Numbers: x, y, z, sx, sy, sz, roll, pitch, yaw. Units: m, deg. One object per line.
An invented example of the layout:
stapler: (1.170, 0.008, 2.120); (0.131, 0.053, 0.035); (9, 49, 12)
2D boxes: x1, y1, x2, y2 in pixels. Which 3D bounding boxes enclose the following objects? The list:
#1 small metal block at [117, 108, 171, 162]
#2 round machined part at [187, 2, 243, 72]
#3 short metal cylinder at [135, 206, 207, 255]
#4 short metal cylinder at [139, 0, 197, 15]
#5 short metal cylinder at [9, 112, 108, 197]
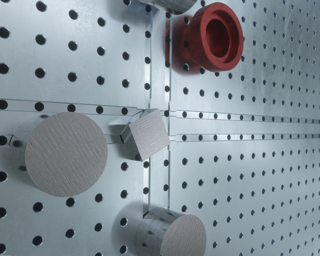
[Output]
small metal block: (-0.019, 0.008, 0.393); (0.050, 0.025, 0.050); (-31, 110, -36)
round machined part: (0.078, -0.132, 0.463); (0.099, 0.042, 0.097); (0, 90, -40)
short metal cylinder: (0.015, 0.148, 0.406); (0.081, 0.050, 0.080); (0, 90, -40)
short metal cylinder: (0.011, -0.187, 0.382); (0.050, 0.080, 0.080); (4, 88, -40)
short metal cylinder: (-0.100, 0.024, 0.309); (0.081, 0.050, 0.080); (0, 90, -40)
